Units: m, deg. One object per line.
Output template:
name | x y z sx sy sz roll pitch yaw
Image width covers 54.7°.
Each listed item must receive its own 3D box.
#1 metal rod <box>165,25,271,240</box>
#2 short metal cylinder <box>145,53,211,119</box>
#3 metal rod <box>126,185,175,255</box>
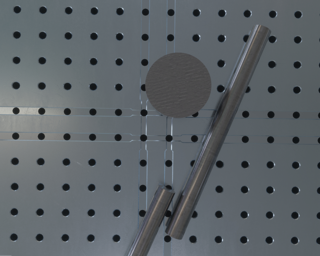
metal rod | 0.077 0.005 0.414 0.025 0.025 0.299 23 90 0
short metal cylinder | 0.022 -0.052 0.401 0.081 0.050 0.079 0 90 0
metal rod | -0.052 0.217 0.413 0.025 0.025 0.299 24 90 0
